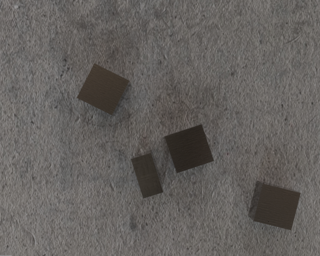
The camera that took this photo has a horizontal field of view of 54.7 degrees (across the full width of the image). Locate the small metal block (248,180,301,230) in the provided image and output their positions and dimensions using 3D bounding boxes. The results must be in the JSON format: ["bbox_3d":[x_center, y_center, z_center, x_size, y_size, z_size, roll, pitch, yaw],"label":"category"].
[{"bbox_3d":[0.151,0.102,0.411,0.050,0.025,0.050,14,90,0],"label":"small metal block"}]

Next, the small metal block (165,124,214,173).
[{"bbox_3d":[0.038,0.027,0.410,0.050,0.025,0.050,-18,90,0],"label":"small metal block"}]

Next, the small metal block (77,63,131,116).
[{"bbox_3d":[-0.073,-0.050,0.409,0.050,0.025,0.050,27,90,0],"label":"small metal block"}]

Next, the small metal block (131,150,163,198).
[{"bbox_3d":[-0.016,0.057,0.397,0.025,0.050,0.050,-17,90,0],"label":"small metal block"}]
